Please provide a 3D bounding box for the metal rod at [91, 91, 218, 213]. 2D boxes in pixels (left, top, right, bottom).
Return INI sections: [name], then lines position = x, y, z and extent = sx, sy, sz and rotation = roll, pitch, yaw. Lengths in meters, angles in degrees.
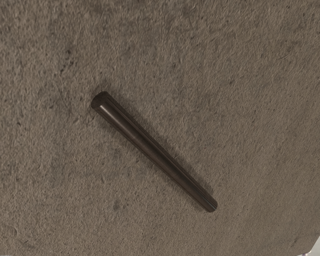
[metal rod]
position = 0.010, 0.052, 0.446
extent = 0.025, 0.025, 0.300
rotation = -43, 130, 1
